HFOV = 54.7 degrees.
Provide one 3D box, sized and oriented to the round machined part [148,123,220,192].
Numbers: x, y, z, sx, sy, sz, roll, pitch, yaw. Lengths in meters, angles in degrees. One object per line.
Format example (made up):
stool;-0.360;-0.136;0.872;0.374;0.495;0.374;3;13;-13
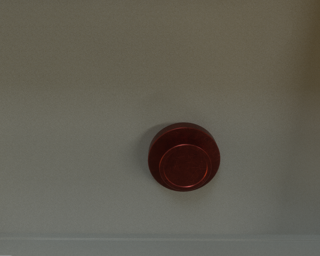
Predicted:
round machined part;0.033;0.045;0.419;0.099;0.042;0.097;0;110;-1
